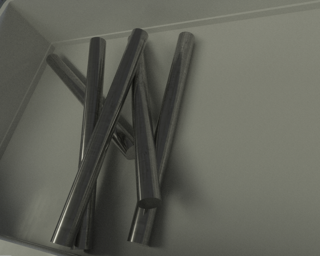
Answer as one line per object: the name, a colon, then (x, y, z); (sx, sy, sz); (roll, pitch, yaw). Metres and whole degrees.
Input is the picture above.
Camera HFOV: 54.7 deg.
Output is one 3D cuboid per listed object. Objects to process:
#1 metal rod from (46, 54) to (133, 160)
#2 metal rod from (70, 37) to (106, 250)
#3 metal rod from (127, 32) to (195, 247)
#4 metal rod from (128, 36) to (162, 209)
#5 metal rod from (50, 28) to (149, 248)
metal rod: (-0.119, -0.049, 0.495); (0.025, 0.025, 0.300); (-44, 51, -3)
metal rod: (-0.094, 0.005, 0.422); (0.025, 0.025, 0.299); (-10, 66, 22)
metal rod: (0.008, -0.005, 0.402); (0.025, 0.025, 0.300); (0, 61, 27)
metal rod: (-0.026, -0.034, 0.417); (0.025, 0.025, 0.300); (-21, 47, 15)
metal rod: (-0.069, -0.004, 0.398); (0.025, 0.025, 0.299); (4, 65, 29)
